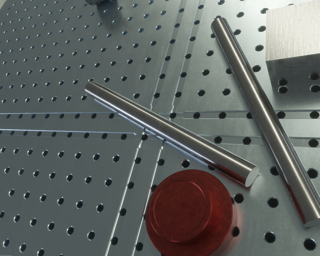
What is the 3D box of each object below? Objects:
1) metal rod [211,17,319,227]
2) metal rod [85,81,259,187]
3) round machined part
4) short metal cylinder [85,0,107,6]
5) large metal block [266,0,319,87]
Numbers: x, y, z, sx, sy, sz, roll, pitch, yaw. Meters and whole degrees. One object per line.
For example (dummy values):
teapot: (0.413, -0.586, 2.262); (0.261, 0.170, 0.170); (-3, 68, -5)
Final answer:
metal rod: (0.115, -0.033, 0.368); (0.025, 0.025, 0.299); (-23, 53, 14)
metal rod: (-0.007, -0.007, 0.416); (0.300, 0.025, 0.025); (29, 78, 37)
round machined part: (0.028, 0.089, 0.328); (0.098, 0.042, 0.098); (-13, 56, 21)
short metal cylinder: (-0.130, -0.295, 0.623); (0.050, 0.080, 0.080); (-15, 56, 20)
large metal block: (0.170, -0.100, 0.364); (0.080, 0.050, 0.080); (-4, 60, 26)
